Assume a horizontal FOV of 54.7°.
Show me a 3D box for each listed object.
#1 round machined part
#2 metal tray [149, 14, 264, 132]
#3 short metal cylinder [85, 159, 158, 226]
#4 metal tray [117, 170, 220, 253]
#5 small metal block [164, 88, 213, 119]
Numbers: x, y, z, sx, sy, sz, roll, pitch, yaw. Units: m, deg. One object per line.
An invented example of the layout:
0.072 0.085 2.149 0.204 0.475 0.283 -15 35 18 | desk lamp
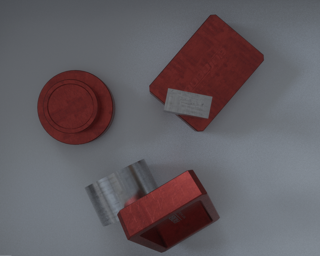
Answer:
-0.110 -0.027 0.401 0.099 0.042 0.097 0 90 -1 | round machined part
0.060 -0.070 0.410 0.090 0.030 0.130 40 90 -1 | metal tray
-0.045 0.078 0.381 0.080 0.080 0.050 -26 85 0 | short metal cylinder
0.017 0.103 0.361 0.090 0.130 0.030 -31 58 0 | metal tray
0.031 -0.028 0.369 0.050 0.050 0.025 11 91 0 | small metal block
